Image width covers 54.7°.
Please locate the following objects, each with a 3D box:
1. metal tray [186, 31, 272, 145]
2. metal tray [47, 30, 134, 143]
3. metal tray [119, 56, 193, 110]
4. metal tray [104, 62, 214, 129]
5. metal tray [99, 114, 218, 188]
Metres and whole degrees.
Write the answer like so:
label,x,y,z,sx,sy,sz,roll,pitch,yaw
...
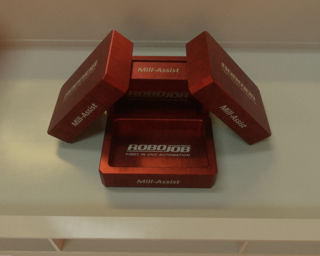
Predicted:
label,x,y,z,sx,sy,sz,roll,pitch,yaw
metal tray,0.085,-0.047,0.383,0.030,0.130,0.090,-30,41,32
metal tray,-0.087,-0.049,0.384,0.030,0.130,0.090,31,41,-30
metal tray,0.002,-0.066,0.455,0.131,0.030,0.090,0,50,-1
metal tray,-0.002,-0.039,0.393,0.131,0.089,0.030,1,50,0
metal tray,-0.002,0.026,0.376,0.131,0.030,0.090,1,50,-1
